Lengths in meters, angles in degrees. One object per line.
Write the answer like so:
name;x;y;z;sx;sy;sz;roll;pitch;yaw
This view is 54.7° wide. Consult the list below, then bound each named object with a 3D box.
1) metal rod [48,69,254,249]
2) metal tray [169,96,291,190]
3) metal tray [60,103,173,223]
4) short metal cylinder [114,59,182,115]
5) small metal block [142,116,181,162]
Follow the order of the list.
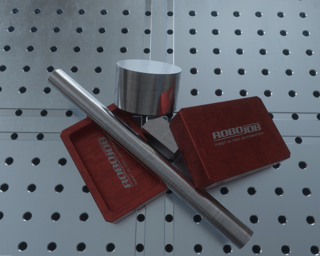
metal rod;-0.021;0.028;0.366;0.300;0.025;0.025;39;75;12
metal tray;0.086;0.013;0.374;0.131;0.030;0.090;-11;68;-30
metal tray;-0.055;0.040;0.389;0.090;0.030;0.130;-30;73;-11
short metal cylinder;-0.016;-0.054;0.391;0.080;0.080;0.050;8;112;3
small metal block;0.006;0.013;0.389;0.050;0.050;0.025;39;75;13
